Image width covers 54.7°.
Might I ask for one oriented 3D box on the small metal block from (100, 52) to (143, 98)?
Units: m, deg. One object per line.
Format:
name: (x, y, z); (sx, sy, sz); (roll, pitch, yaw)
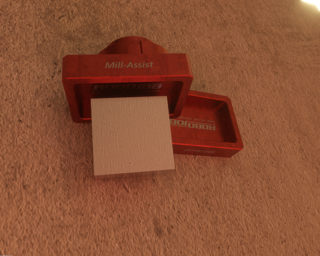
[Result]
small metal block: (-0.053, -0.071, 0.422); (0.050, 0.025, 0.050); (6, 59, -25)

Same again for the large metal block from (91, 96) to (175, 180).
large metal block: (-0.032, 0.012, 0.342); (0.081, 0.050, 0.080); (-3, 75, -10)

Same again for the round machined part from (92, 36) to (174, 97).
round machined part: (-0.032, -0.071, 0.372); (0.099, 0.097, 0.042); (6, 59, -26)

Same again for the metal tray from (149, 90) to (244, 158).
metal tray: (0.048, -0.008, 0.435); (0.131, 0.030, 0.090); (6, 59, -25)

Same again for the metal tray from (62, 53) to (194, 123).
metal tray: (-0.036, -0.042, 0.349); (0.131, 0.090, 0.030); (-3, 63, -9)
